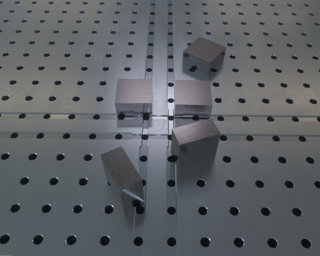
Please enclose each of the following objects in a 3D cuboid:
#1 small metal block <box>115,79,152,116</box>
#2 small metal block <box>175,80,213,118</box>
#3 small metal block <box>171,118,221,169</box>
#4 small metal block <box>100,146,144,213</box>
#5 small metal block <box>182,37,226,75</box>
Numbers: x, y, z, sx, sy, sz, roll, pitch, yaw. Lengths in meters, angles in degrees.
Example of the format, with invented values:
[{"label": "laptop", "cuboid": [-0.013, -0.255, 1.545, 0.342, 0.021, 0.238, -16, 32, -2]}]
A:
[{"label": "small metal block", "cuboid": [-0.036, -0.045, 0.445, 0.050, 0.025, 0.050, 0, 50, 0]}, {"label": "small metal block", "cuboid": [0.047, -0.042, 0.444, 0.050, 0.025, 0.050, 2, 50, 1]}, {"label": "small metal block", "cuboid": [0.042, 0.019, 0.376, 0.050, 0.050, 0.025, -15, 52, -12]}, {"label": "small metal block", "cuboid": [-0.041, 0.057, 0.344, 0.025, 0.050, 0.050, -24, 54, -18]}, {"label": "small metal block", "cuboid": [0.072, -0.119, 0.508, 0.050, 0.025, 0.050, 30, 56, 22]}]
